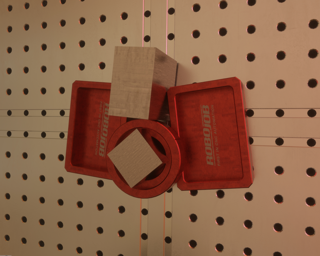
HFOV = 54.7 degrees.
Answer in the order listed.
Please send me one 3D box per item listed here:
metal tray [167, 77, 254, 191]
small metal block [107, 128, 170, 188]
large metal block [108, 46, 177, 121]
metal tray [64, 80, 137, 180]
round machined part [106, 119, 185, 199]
[{"bbox_3d":[0.062,0.009,0.384,0.090,0.030,0.129,-7,88,19],"label":"metal tray"},{"bbox_3d":[-0.026,0.036,0.373,0.050,0.025,0.050,-41,77,15],"label":"small metal block"},{"bbox_3d":[-0.018,-0.052,0.386,0.050,0.080,0.079,7,92,20],"label":"large metal block"},{"bbox_3d":[-0.082,0.002,0.434,0.090,0.030,0.129,7,92,19],"label":"metal tray"},{"bbox_3d":[-0.015,0.037,0.395,0.098,0.042,0.097,0,90,19],"label":"round machined part"}]
